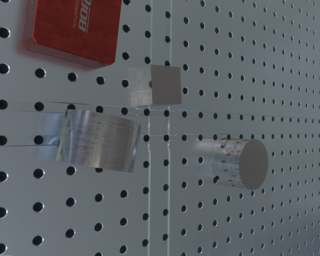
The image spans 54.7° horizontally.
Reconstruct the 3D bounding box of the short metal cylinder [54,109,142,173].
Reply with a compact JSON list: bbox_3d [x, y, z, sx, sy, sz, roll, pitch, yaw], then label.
[{"bbox_3d":[-0.063,0.015,0.321,0.081,0.080,0.050,16,80,-39],"label":"short metal cylinder"}]

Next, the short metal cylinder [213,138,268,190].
[{"bbox_3d":[0.132,0.057,0.504,0.081,0.050,0.079,0,90,-40],"label":"short metal cylinder"}]

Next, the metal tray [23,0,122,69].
[{"bbox_3d":[-0.088,-0.139,0.332,0.091,0.030,0.129,9,84,-40],"label":"metal tray"}]

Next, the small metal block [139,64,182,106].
[{"bbox_3d":[0.001,-0.055,0.410,0.050,0.025,0.050,-4,93,-40],"label":"small metal block"}]
